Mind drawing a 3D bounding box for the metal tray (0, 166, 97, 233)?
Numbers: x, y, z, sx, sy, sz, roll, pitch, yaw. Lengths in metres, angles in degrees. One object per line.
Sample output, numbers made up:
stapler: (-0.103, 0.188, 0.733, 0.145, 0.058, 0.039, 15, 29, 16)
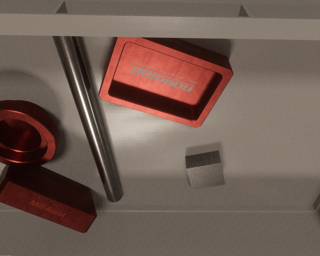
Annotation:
metal tray: (-0.158, 0.092, 0.440, 0.131, 0.090, 0.030, 31, 94, -24)

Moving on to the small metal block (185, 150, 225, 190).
small metal block: (0.068, 0.064, 0.465, 0.050, 0.025, 0.050, -11, 130, 9)

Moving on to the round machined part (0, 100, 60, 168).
round machined part: (-0.179, 0.003, 0.398, 0.099, 0.042, 0.097, -1, 130, 0)

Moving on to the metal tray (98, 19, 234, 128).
metal tray: (0.005, -0.057, 0.356, 0.131, 0.030, 0.089, 16, 128, -14)

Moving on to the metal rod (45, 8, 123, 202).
metal rod: (-0.087, -0.003, 0.405, 0.025, 0.025, 0.298, -5, 130, 3)
